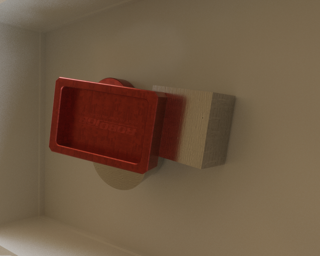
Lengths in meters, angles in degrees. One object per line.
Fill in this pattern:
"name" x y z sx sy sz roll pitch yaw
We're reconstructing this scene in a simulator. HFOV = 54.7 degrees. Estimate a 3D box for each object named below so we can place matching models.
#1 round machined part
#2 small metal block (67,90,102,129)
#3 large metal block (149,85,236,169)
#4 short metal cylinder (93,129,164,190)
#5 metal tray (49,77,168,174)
"round machined part" -0.078 -0.026 0.455 0.098 0.042 0.097 0 90 39
"small metal block" -0.108 -0.025 0.420 0.025 0.050 0.050 16 100 38
"large metal block" 0.033 -0.004 0.358 0.080 0.050 0.079 13 98 39
"short metal cylinder" -0.041 0.034 0.405 0.080 0.050 0.079 7 106 26
"metal tray" -0.063 -0.006 0.359 0.130 0.030 0.089 11 97 19
